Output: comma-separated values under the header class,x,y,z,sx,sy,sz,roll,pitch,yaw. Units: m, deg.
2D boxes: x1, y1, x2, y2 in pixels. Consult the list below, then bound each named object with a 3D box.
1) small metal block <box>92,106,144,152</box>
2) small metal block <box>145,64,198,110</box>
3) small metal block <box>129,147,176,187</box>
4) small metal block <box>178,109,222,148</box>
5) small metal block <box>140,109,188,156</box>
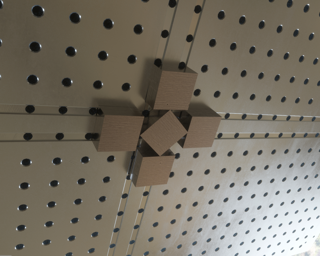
class,x,y,z,sx,sy,sz,roll,pitch,yaw
small metal block,-0.052,0.001,0.384,0.050,0.025,0.050,1,118,-30
small metal block,0.014,-0.051,0.389,0.050,0.025,0.050,-1,119,-29
small metal block,-0.011,0.054,0.440,0.050,0.025,0.050,0,118,-29
small metal block,0.054,0.001,0.443,0.050,0.025,0.050,0,119,-29
small metal block,0.001,0.002,0.414,0.050,0.025,0.050,-41,130,-1
